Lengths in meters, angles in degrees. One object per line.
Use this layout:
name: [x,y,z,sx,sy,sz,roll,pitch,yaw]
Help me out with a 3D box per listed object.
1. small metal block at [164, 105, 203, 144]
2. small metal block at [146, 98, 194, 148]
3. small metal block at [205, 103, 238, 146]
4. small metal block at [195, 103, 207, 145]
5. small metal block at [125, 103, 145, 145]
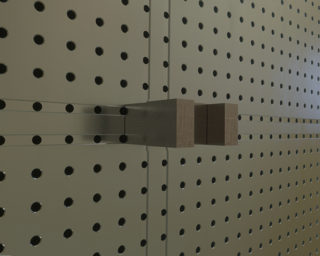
small metal block: [0.032,-0.004,0.421,0.025,0.050,0.050,-1,91,-40]
small metal block: [0.010,-0.005,0.337,0.025,0.050,0.050,1,89,-40]
small metal block: [0.069,-0.004,0.386,0.025,0.050,0.050,1,89,-40]
small metal block: [0.030,-0.005,0.372,0.050,0.025,0.050,1,90,-40]
small metal block: [-0.018,-0.005,0.379,0.025,0.050,0.050,1,90,-40]
